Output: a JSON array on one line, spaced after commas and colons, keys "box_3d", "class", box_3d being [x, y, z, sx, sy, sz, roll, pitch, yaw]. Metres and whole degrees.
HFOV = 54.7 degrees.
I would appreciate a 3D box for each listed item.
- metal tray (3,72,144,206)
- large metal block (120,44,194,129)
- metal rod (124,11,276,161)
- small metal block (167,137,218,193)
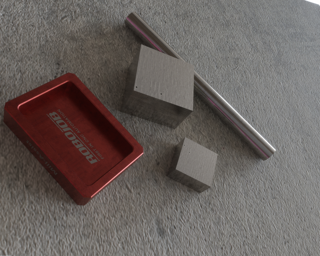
[{"box_3d": [-0.093, 0.008, 0.345, 0.130, 0.030, 0.091, 47, 51, 4], "class": "metal tray"}, {"box_3d": [-0.002, -0.055, 0.420, 0.081, 0.050, 0.080, 18, 55, -18], "class": "large metal block"}, {"box_3d": [0.059, -0.066, 0.475, 0.300, 0.025, 0.025, 45, 51, 3], "class": "metal rod"}, {"box_3d": [0.042, 0.048, 0.397, 0.050, 0.025, 0.050, 28, 52, -11], "class": "small metal block"}]
